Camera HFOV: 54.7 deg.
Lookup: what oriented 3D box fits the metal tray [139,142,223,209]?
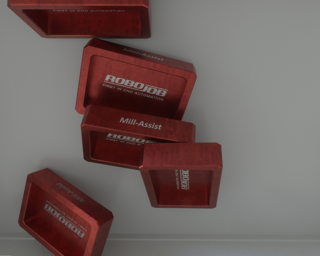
[{"bbox_3d":[0.028,0.065,0.391,0.090,0.030,0.129,-1,146,6],"label":"metal tray"}]

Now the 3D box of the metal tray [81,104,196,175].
[{"bbox_3d":[-0.029,0.019,0.390,0.131,0.030,0.089,10,145,-4],"label":"metal tray"}]

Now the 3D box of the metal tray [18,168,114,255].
[{"bbox_3d":[-0.131,0.124,0.419,0.130,0.030,0.089,27,111,23],"label":"metal tray"}]

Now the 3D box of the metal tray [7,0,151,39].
[{"bbox_3d":[-0.076,-0.124,0.327,0.131,0.090,0.030,0,87,0],"label":"metal tray"}]

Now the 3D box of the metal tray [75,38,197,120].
[{"bbox_3d":[-0.031,-0.048,0.380,0.131,0.030,0.089,13,121,-7],"label":"metal tray"}]
